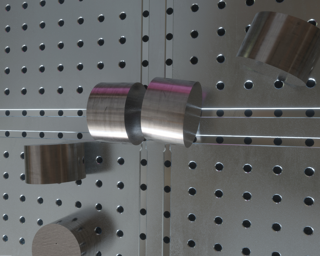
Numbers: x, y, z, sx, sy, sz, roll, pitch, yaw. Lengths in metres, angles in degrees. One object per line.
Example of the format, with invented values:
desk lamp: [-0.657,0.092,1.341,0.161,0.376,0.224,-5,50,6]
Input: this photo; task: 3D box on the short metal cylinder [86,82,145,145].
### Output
short metal cylinder: [-0.051,-0.019,0.400,0.050,0.080,0.079,3,91,20]

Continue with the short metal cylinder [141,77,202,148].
short metal cylinder: [0.016,-0.020,0.377,0.050,0.080,0.079,10,93,19]

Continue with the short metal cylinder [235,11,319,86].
short metal cylinder: [0.130,-0.085,0.337,0.080,0.080,0.050,26,99,17]

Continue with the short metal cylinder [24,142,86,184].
short metal cylinder: [-0.146,0.047,0.433,0.080,0.080,0.050,-3,89,19]

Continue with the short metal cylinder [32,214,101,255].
short metal cylinder: [-0.134,0.170,0.445,0.080,0.050,0.079,0,90,19]
